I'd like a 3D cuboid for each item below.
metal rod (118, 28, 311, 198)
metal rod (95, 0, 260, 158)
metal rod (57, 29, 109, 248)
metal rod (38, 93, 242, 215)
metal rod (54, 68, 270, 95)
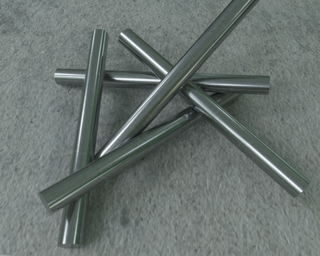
[{"bbox_3d":[0.052,-0.032,0.383,0.025,0.025,0.300,-35,67,-26],"label":"metal rod"},{"bbox_3d":[0.029,-0.070,0.372,0.300,0.025,0.025,-48,62,-1],"label":"metal rod"},{"bbox_3d":[-0.089,-0.011,0.384,0.025,0.025,0.299,0,58,-1],"label":"metal rod"},{"bbox_3d":[0.002,0.007,0.373,0.302,0.025,0.025,-30,56,-32],"label":"metal rod"},{"bbox_3d":[-0.005,-0.066,0.434,0.301,0.025,0.025,4,50,12],"label":"metal rod"}]
